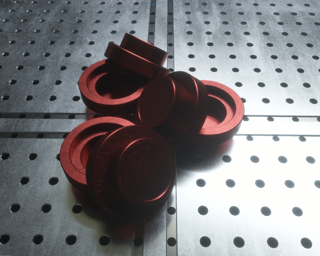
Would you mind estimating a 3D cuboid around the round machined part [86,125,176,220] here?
[{"bbox_3d":[-0.022,0.045,0.322,0.099,0.042,0.098,5,82,-33],"label":"round machined part"}]

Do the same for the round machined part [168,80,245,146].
[{"bbox_3d":[0.058,-0.016,0.410,0.099,0.042,0.098,0,50,0],"label":"round machined part"}]

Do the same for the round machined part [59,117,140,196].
[{"bbox_3d":[-0.063,0.036,0.365,0.099,0.042,0.098,0,50,0],"label":"round machined part"}]

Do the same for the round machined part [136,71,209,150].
[{"bbox_3d":[0.008,-0.025,0.378,0.042,0.098,0.098,22,37,-39],"label":"round machined part"}]

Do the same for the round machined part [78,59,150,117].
[{"bbox_3d":[-0.062,-0.053,0.440,0.099,0.042,0.098,0,50,0],"label":"round machined part"}]

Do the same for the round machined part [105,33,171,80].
[{"bbox_3d":[-0.027,-0.103,0.448,0.098,0.042,0.098,25,11,-5],"label":"round machined part"}]
